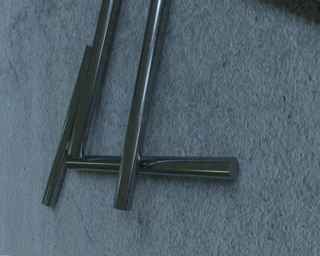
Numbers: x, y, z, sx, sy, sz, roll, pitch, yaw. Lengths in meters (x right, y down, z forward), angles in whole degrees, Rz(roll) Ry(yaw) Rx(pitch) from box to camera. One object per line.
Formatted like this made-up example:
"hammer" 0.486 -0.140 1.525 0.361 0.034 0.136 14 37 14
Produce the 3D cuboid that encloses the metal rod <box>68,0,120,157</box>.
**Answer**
"metal rod" -0.096 -0.100 0.473 0.025 0.025 0.298 21 100 38

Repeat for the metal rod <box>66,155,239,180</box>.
"metal rod" -0.034 0.051 0.433 0.300 0.025 0.025 -4 88 40

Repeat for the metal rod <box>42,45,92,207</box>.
"metal rod" -0.155 0.005 0.533 0.025 0.025 0.298 33 110 35

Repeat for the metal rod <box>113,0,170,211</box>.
"metal rod" -0.022 -0.043 0.402 0.025 0.025 0.298 11 91 39

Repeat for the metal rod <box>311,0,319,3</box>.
"metal rod" 0.113 -0.157 0.311 0.300 0.025 0.025 40 114 32
